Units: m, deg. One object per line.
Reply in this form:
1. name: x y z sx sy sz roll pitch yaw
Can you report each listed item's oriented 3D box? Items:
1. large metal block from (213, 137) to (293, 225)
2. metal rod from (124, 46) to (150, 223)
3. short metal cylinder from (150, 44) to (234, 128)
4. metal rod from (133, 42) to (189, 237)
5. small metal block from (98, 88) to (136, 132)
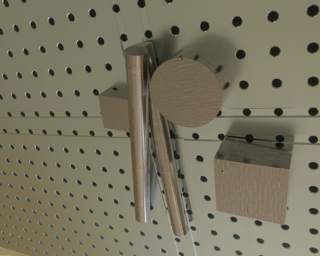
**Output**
1. large metal block: 0.113 0.062 0.374 0.080 0.050 0.079 6 121 25
2. metal rod: -0.027 0.033 0.424 0.025 0.025 0.298 17 132 18
3. short metal cylinder: 0.036 -0.047 0.347 0.080 0.050 0.079 13 124 21
4. metal rod: 0.006 0.033 0.428 0.025 0.025 0.298 3 120 27
5. small metal block: -0.053 -0.024 0.424 0.050 0.025 0.050 10 123 23
